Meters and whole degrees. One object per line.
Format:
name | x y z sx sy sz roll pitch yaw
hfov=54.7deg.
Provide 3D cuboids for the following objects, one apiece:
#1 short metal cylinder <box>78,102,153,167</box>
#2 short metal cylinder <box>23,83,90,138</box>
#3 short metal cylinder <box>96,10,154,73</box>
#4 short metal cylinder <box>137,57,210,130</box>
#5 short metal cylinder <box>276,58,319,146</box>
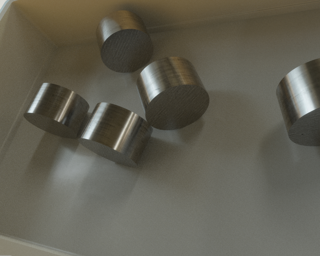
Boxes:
short metal cylinder | -0.056 0.010 0.394 0.080 0.080 0.050 11 68 33
short metal cylinder | -0.154 -0.024 0.467 0.080 0.080 0.050 5 64 30
short metal cylinder | -0.055 -0.133 0.481 0.080 0.080 0.050 -28 52 11
short metal cylinder | 0.015 -0.042 0.388 0.080 0.080 0.050 -27 53 11
short metal cylinder | 0.160 -0.023 0.300 0.080 0.080 0.050 -15 56 20
